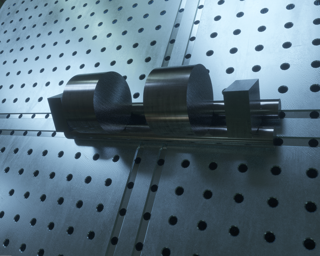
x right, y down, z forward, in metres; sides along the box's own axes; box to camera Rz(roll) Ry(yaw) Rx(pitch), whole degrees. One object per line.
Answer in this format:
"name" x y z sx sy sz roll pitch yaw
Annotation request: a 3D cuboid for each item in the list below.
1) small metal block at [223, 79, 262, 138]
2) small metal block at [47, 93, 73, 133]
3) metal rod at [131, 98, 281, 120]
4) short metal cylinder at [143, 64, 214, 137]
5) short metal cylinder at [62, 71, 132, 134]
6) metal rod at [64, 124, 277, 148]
"small metal block" 0.089 -0.022 0.329 0.025 0.050 0.050 0 21 29
"small metal block" -0.129 -0.026 0.447 0.025 0.050 0.050 1 20 29
"metal rod" 0.003 -0.024 0.421 0.300 0.025 0.025 1 62 28
"short metal cylinder" 0.023 -0.030 0.351 0.050 0.080 0.080 1 62 29
"short metal cylinder" -0.080 -0.032 0.407 0.050 0.080 0.080 1 62 29
"metal rod" -0.007 0.007 0.408 0.300 0.025 0.025 1 62 28
